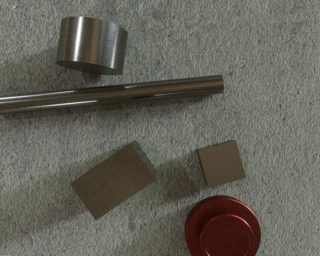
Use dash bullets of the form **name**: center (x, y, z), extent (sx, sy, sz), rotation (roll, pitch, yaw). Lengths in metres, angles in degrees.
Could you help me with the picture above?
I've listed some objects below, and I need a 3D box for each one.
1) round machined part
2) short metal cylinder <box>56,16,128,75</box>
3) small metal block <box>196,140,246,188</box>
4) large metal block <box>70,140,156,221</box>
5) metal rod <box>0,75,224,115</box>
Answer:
- **round machined part**: center (0.083, 0.140, 0.403), extent (0.099, 0.042, 0.097), rotation (0, 90, -1)
- **short metal cylinder**: center (-0.083, -0.098, 0.381), extent (0.081, 0.080, 0.050), rotation (8, 90, -1)
- **small metal block**: center (0.080, 0.047, 0.411), extent (0.050, 0.025, 0.050), rotation (-15, 90, -1)
- **large metal block**: center (-0.052, 0.059, 0.382), extent (0.080, 0.080, 0.050), rotation (-34, 90, 0)
- **metal rod**: center (-0.068, -0.044, 0.409), extent (0.302, 0.025, 0.025), rotation (-6, 90, -1)
